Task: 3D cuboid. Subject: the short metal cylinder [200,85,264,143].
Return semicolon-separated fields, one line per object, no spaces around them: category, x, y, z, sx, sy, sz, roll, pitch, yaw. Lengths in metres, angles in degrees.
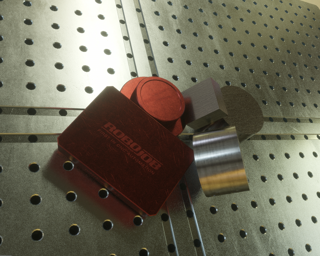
short metal cylinder;0.102;-0.015;0.452;0.081;0.050;0.080;14;56;-21

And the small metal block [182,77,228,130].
small metal block;0.057;-0.032;0.414;0.025;0.050;0.050;27;45;-48

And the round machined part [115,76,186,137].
round machined part;-0.007;-0.028;0.406;0.099;0.042;0.098;14;56;-21

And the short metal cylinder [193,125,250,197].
short metal cylinder;0.075;0.040;0.376;0.050;0.080;0.080;-13;60;14

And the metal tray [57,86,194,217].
metal tray;-0.036;0.026;0.350;0.130;0.030;0.090;39;66;-3
